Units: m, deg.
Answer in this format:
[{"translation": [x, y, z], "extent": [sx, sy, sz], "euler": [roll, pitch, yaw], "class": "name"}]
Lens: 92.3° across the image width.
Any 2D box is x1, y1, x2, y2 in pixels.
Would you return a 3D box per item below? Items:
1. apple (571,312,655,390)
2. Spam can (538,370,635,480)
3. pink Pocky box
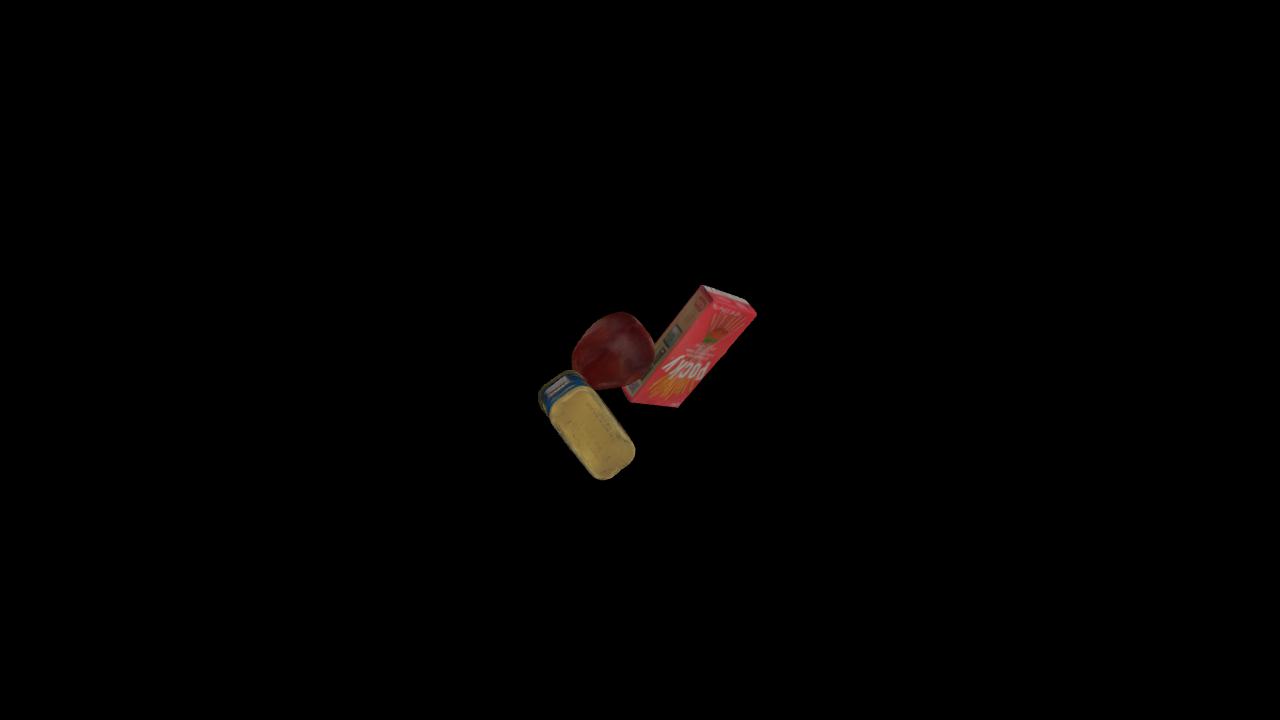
[{"translation": [-0.027, -0.007, 0.671], "extent": [0.093, 0.079, 0.079], "euler": [-34, 11, -16], "class": "apple"}, {"translation": [-0.056, 0.066, 0.631], "extent": [0.058, 0.101, 0.085], "euler": [-37, 15, -7], "class": "Spam can"}, {"translation": [0.054, -0.010, 0.686], "extent": [0.084, 0.155, 0.029], "euler": [11, 36, -46], "class": "pink Pocky box"}]
